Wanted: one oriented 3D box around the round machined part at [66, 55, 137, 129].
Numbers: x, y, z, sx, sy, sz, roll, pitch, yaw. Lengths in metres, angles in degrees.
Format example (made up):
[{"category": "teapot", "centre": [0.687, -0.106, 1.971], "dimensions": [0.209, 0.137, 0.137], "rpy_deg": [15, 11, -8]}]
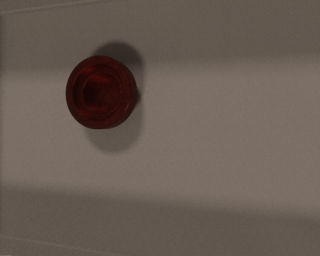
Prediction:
[{"category": "round machined part", "centre": [-0.076, -0.047, 0.427], "dimensions": [0.098, 0.042, 0.097], "rpy_deg": [0, 90, 19]}]
